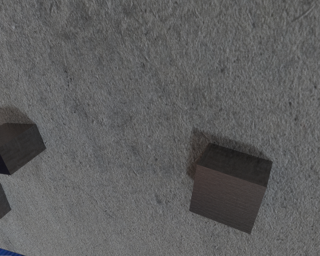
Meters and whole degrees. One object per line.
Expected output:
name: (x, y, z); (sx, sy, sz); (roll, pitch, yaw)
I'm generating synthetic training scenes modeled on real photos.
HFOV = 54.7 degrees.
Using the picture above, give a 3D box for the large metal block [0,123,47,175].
large metal block: (-0.260, 0.033, 0.529); (0.080, 0.080, 0.050); (2, 119, 27)

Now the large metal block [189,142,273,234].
large metal block: (0.088, 0.075, 0.391); (0.080, 0.050, 0.079); (17, 125, 18)

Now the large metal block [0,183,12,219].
large metal block: (-0.397, 0.162, 0.701); (0.080, 0.050, 0.079); (11, 123, 22)
